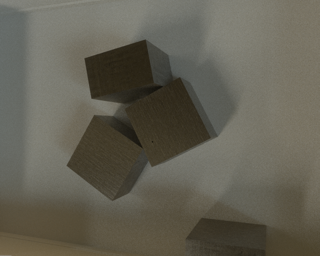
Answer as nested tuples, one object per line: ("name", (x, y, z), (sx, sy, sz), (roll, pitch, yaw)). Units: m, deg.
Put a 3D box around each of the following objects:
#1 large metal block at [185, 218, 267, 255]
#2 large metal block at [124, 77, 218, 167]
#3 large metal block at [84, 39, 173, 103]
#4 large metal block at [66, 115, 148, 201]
("large metal block", (0.078, 0.143, 0.353), (0.080, 0.080, 0.050), (1, 91, 19))
("large metal block", (0.015, -0.006, 0.391), (0.080, 0.050, 0.080), (-28, 81, 17))
("large metal block", (-0.035, -0.067, 0.393), (0.080, 0.080, 0.050), (-12, 86, 19))
("large metal block", (-0.064, 0.038, 0.419), (0.080, 0.050, 0.080), (34, 101, 16))
